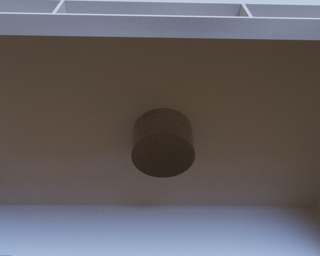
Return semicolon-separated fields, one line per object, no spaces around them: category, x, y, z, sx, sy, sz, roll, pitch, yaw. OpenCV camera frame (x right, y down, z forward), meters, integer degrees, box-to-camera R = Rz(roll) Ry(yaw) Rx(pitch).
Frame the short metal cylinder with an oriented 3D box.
short metal cylinder;0.004;0.021;0.410;0.081;0.050;0.079;0;130;0
